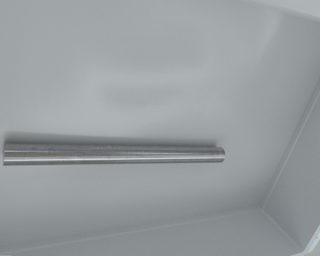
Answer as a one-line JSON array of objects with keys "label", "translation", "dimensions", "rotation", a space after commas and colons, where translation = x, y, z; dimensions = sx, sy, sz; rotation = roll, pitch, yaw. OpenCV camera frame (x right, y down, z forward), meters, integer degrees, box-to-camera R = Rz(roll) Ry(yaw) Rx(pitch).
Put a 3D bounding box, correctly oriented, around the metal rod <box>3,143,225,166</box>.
[{"label": "metal rod", "translation": [-0.037, 0.035, 0.409], "dimensions": [0.302, 0.025, 0.025], "rotation": [3, 117, -30]}]
